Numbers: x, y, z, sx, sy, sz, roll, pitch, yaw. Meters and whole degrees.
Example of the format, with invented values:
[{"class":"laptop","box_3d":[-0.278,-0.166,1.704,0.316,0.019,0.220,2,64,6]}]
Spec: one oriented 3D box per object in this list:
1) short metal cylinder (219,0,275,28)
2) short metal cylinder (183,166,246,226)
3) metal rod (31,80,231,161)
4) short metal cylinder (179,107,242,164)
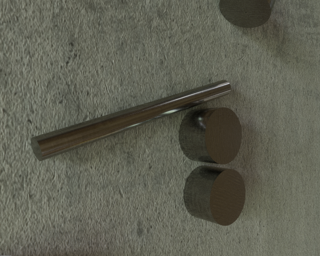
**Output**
[{"class":"short metal cylinder","box_3d":[0.140,-0.204,0.485,0.080,0.080,0.050,36,68,-34]},{"class":"short metal cylinder","box_3d":[0.081,0.098,0.457,0.081,0.050,0.079,0,90,-40]},{"class":"metal rod","box_3d":[-0.010,-0.021,0.396,0.302,0.025,0.025,-21,103,-38]},{"class":"short metal cylinder","box_3d":[0.074,0.011,0.450,0.081,0.050,0.079,0,90,-40]}]
